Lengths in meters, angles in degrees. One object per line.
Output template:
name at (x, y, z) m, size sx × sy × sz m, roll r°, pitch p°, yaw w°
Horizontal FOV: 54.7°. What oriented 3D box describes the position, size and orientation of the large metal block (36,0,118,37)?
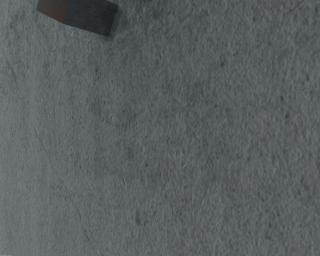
large metal block at (-0.125, -0.183, 0.470) m, size 0.080 × 0.081 × 0.050 m, roll 33°, pitch 111°, yaw 35°
